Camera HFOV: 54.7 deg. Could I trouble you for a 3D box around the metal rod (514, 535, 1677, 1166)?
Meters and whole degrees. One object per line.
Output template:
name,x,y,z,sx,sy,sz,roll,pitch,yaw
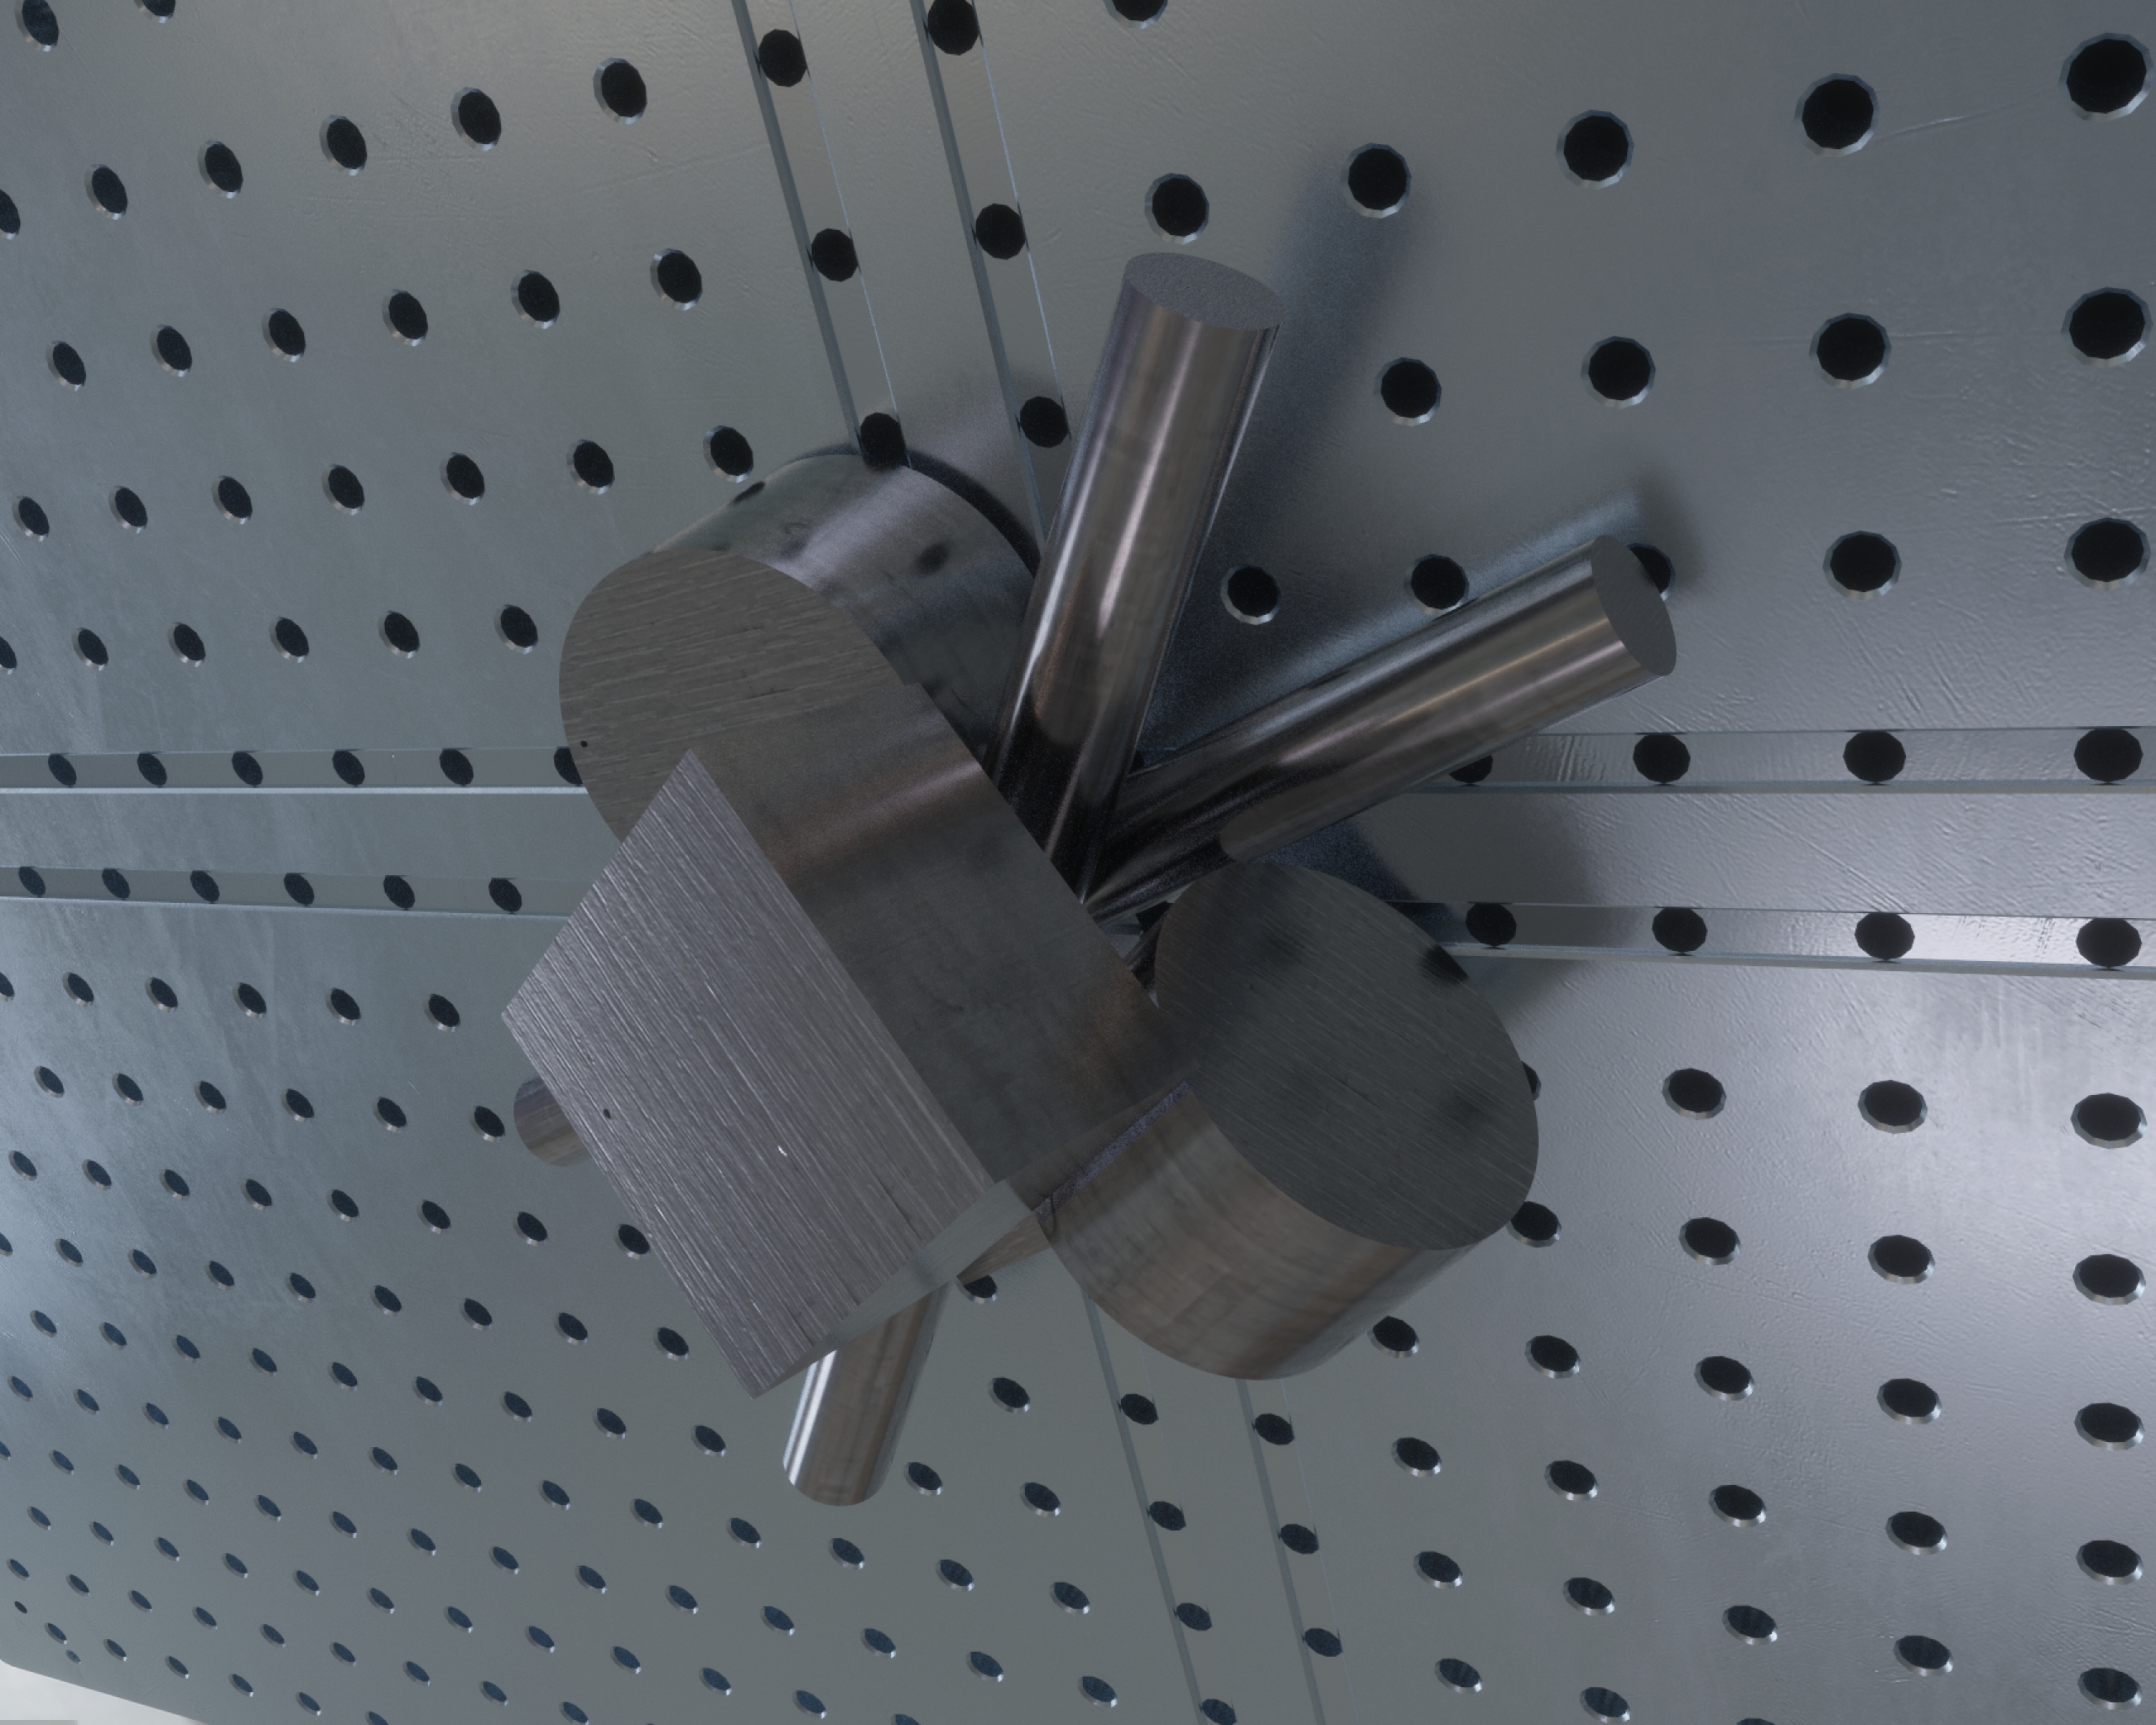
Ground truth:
metal rod,-0.019,0.011,0.423,0.299,0.025,0.025,-26,105,37

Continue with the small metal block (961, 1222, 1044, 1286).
small metal block,-0.018,0.058,0.452,0.050,0.025,0.050,-31,101,38

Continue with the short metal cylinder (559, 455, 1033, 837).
short metal cylinder,-0.050,-0.031,0.397,0.080,0.050,0.079,13,124,21

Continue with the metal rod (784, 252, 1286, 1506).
metal rod,-0.019,0.027,0.401,0.025,0.025,0.298,27,128,11

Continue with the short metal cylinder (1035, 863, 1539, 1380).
short metal cylinder,0.036,0.047,0.381,0.080,0.080,0.050,40,130,1

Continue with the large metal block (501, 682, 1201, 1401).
large metal block,-0.040,0.030,0.348,0.080,0.050,0.080,54,131,12
